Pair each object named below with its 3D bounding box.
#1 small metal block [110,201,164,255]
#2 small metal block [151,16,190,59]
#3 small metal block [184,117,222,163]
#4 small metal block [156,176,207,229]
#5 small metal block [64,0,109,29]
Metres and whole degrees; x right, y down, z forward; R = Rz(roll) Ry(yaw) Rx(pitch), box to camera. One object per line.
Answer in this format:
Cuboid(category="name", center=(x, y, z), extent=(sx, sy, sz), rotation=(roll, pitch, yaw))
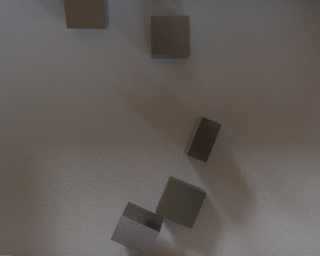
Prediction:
Cuboid(category="small metal block", center=(-0.030, 0.130, 0.400), extent=(0.050, 0.025, 0.050), rotation=(25, 121, -1))
Cuboid(category="small metal block", center=(0.014, -0.120, 0.412), extent=(0.050, 0.025, 0.050), rotation=(-1, 90, -1))
Cuboid(category="small metal block", center=(0.054, 0.014, 0.400), extent=(0.025, 0.050, 0.050), rotation=(22, 90, 0))
Cuboid(category="small metal block", center=(0.027, 0.098, 0.412), extent=(0.050, 0.025, 0.050), rotation=(22, 90, -1))
Cuboid(category="small metal block", center=(-0.095, -0.156, 0.401), extent=(0.050, 0.025, 0.050), rotation=(1, 114, -1))
